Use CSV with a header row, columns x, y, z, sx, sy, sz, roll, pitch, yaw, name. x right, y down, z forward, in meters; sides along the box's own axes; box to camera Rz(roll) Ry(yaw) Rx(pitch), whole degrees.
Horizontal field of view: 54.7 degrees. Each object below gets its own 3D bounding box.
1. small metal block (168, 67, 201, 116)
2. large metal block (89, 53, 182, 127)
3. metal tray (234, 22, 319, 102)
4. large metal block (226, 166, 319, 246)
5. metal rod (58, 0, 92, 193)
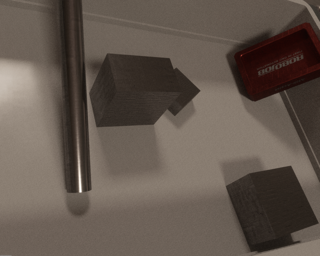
x,y,z,sx,sy,sz,roll,pitch,yaw,name
0.023,-0.053,0.452,0.050,0.025,0.050,45,51,2,small metal block
-0.033,-0.043,0.380,0.081,0.080,0.050,-3,64,-30,large metal block
0.202,-0.110,0.523,0.030,0.130,0.090,37,36,-58,metal tray
0.146,0.101,0.409,0.081,0.050,0.080,-4,64,-30,large metal block
-0.093,-0.083,0.330,0.025,0.025,0.298,-2,87,-30,metal rod
